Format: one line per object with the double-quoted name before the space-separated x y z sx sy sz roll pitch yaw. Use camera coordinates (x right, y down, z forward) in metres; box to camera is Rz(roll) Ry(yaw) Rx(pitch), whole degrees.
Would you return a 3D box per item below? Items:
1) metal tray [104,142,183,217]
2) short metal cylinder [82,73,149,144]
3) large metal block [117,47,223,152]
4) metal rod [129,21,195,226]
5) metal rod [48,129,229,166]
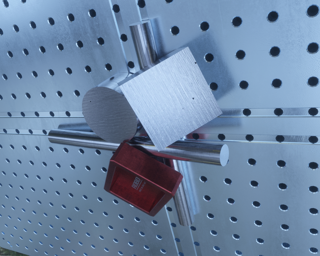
"metal tray" -0.029 0.078 0.438 0.090 0.030 0.129 29 149 2
"short metal cylinder" -0.054 -0.026 0.407 0.080 0.050 0.079 13 124 21
"large metal block" 0.009 -0.033 0.344 0.080 0.050 0.080 -31 105 -3
"metal rod" 0.009 0.012 0.414 0.025 0.025 0.298 1 119 28
"metal rod" -0.052 0.022 0.431 0.300 0.025 0.025 4 121 34
